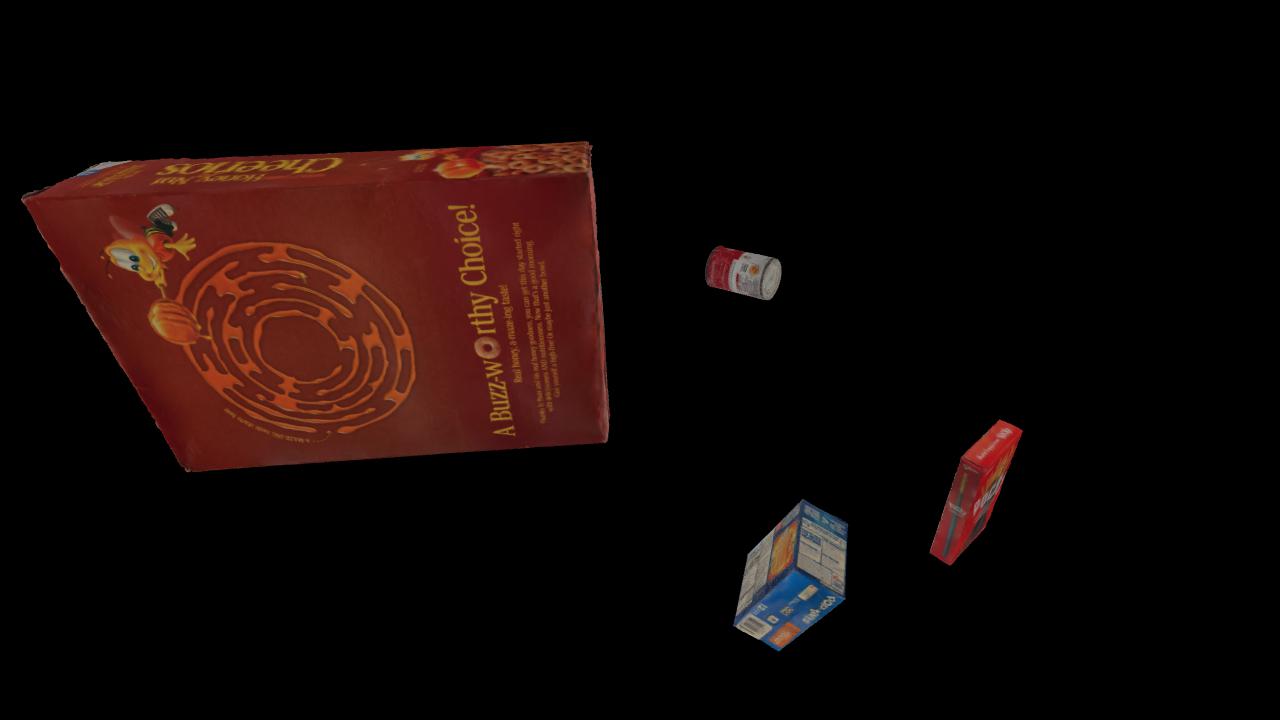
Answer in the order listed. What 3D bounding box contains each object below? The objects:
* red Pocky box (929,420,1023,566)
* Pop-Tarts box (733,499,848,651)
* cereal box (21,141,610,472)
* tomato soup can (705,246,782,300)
[{"bbox_3d":[0.358,0.145,0.658,0.083,0.155,0.028,-28,42,-29],"label":"red Pocky box"},{"bbox_3d":[0.224,0.318,0.912,0.083,0.167,0.141,30,36,0],"label":"Pop-Tarts box"},{"bbox_3d":[-0.177,-0.031,0.411,0.306,0.203,0.081,-4,34,-2],"label":"cereal box"},{"bbox_3d":[0.162,-0.136,0.963,0.101,0.068,0.068,20,11,33],"label":"tomato soup can"}]
